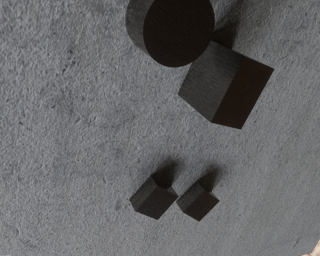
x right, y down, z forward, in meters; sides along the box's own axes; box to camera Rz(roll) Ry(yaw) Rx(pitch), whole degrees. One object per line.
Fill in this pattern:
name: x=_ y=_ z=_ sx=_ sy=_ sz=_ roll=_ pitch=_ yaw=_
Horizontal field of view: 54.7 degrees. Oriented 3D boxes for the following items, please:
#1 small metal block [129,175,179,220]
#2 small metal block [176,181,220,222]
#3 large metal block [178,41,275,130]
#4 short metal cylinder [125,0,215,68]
small metal block: x=-0.009 y=0.106 z=0.468 sx=0.050 sy=0.025 sz=0.050 roll=-50 pitch=129 yaw=7
small metal block: x=0.064 y=0.123 z=0.518 sx=0.050 sy=0.025 sz=0.050 roll=-47 pitch=129 yaw=4
large metal block: x=0.076 y=-0.055 z=0.379 sx=0.050 sy=0.080 sz=0.079 roll=11 pitch=113 yaw=-33
short metal cylinder: x=0.010 y=-0.111 z=0.328 sx=0.081 sy=0.050 sz=0.079 roll=-14 pitch=124 yaw=-21
